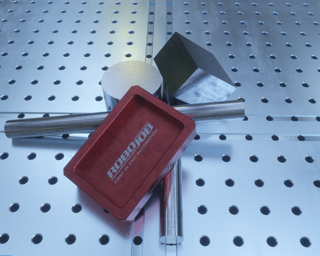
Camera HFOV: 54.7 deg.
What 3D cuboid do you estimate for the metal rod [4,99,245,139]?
[{"bbox_3d":[-0.048,-0.010,0.394,0.302,0.025,0.025,-5,50,5],"label":"metal rod"}]

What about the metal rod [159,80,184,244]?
[{"bbox_3d":[0.014,-0.002,0.409,0.025,0.025,0.300,1,50,1],"label":"metal rod"}]

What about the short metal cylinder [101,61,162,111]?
[{"bbox_3d":[-0.038,-0.049,0.432,0.081,0.050,0.080,0,50,0],"label":"short metal cylinder"}]

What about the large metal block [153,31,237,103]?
[{"bbox_3d":[0.048,-0.076,0.430,0.080,0.050,0.080,17,37,-40],"label":"large metal block"}]

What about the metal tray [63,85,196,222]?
[{"bbox_3d":[-0.032,0.026,0.348,0.090,0.030,0.130,34,78,18],"label":"metal tray"}]
